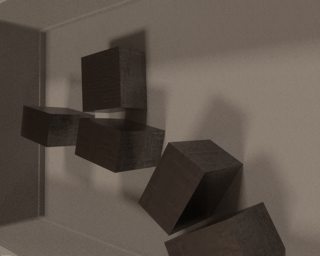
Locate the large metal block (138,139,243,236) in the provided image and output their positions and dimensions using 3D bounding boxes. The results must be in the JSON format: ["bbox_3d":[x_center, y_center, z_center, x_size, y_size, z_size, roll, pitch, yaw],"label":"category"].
[{"bbox_3d":[0.035,0.061,0.341,0.050,0.081,0.079,39,114,33],"label":"large metal block"}]

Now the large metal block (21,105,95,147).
[{"bbox_3d":[-0.166,-0.004,0.505,0.080,0.081,0.050,14,99,39],"label":"large metal block"}]

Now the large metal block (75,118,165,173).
[{"bbox_3d":[-0.053,0.019,0.412,0.080,0.081,0.050,16,100,38],"label":"large metal block"}]

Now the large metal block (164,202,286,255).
[{"bbox_3d":[0.066,0.120,0.315,0.080,0.081,0.050,-34,69,34],"label":"large metal block"}]

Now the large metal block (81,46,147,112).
[{"bbox_3d":[-0.066,-0.065,0.443,0.080,0.050,0.080,-3,88,39],"label":"large metal block"}]
